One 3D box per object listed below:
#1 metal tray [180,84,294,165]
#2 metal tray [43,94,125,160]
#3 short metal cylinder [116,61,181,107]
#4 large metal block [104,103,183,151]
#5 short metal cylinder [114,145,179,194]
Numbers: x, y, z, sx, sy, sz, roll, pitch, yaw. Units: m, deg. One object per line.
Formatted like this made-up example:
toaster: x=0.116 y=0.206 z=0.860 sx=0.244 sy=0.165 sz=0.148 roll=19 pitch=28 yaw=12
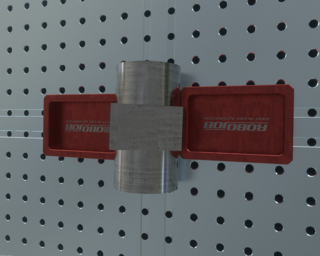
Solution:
metal tray: x=0.091 y=-0.005 z=0.377 sx=0.130 sy=0.030 sz=0.089 roll=1 pitch=90 yaw=19
metal tray: x=-0.105 y=-0.003 z=0.446 sx=0.130 sy=0.030 sz=0.089 roll=1 pitch=90 yaw=19
short metal cylinder: x=-0.015 y=-0.051 z=0.388 sx=0.080 sy=0.080 sz=0.050 roll=2 pitch=91 yaw=20
large metal block: x=-0.024 y=-0.001 z=0.376 sx=0.081 sy=0.080 sz=0.050 roll=2 pitch=91 yaw=-14
short metal cylinder: x=-0.017 y=0.049 z=0.389 sx=0.080 sy=0.080 sz=0.050 roll=2 pitch=91 yaw=20
